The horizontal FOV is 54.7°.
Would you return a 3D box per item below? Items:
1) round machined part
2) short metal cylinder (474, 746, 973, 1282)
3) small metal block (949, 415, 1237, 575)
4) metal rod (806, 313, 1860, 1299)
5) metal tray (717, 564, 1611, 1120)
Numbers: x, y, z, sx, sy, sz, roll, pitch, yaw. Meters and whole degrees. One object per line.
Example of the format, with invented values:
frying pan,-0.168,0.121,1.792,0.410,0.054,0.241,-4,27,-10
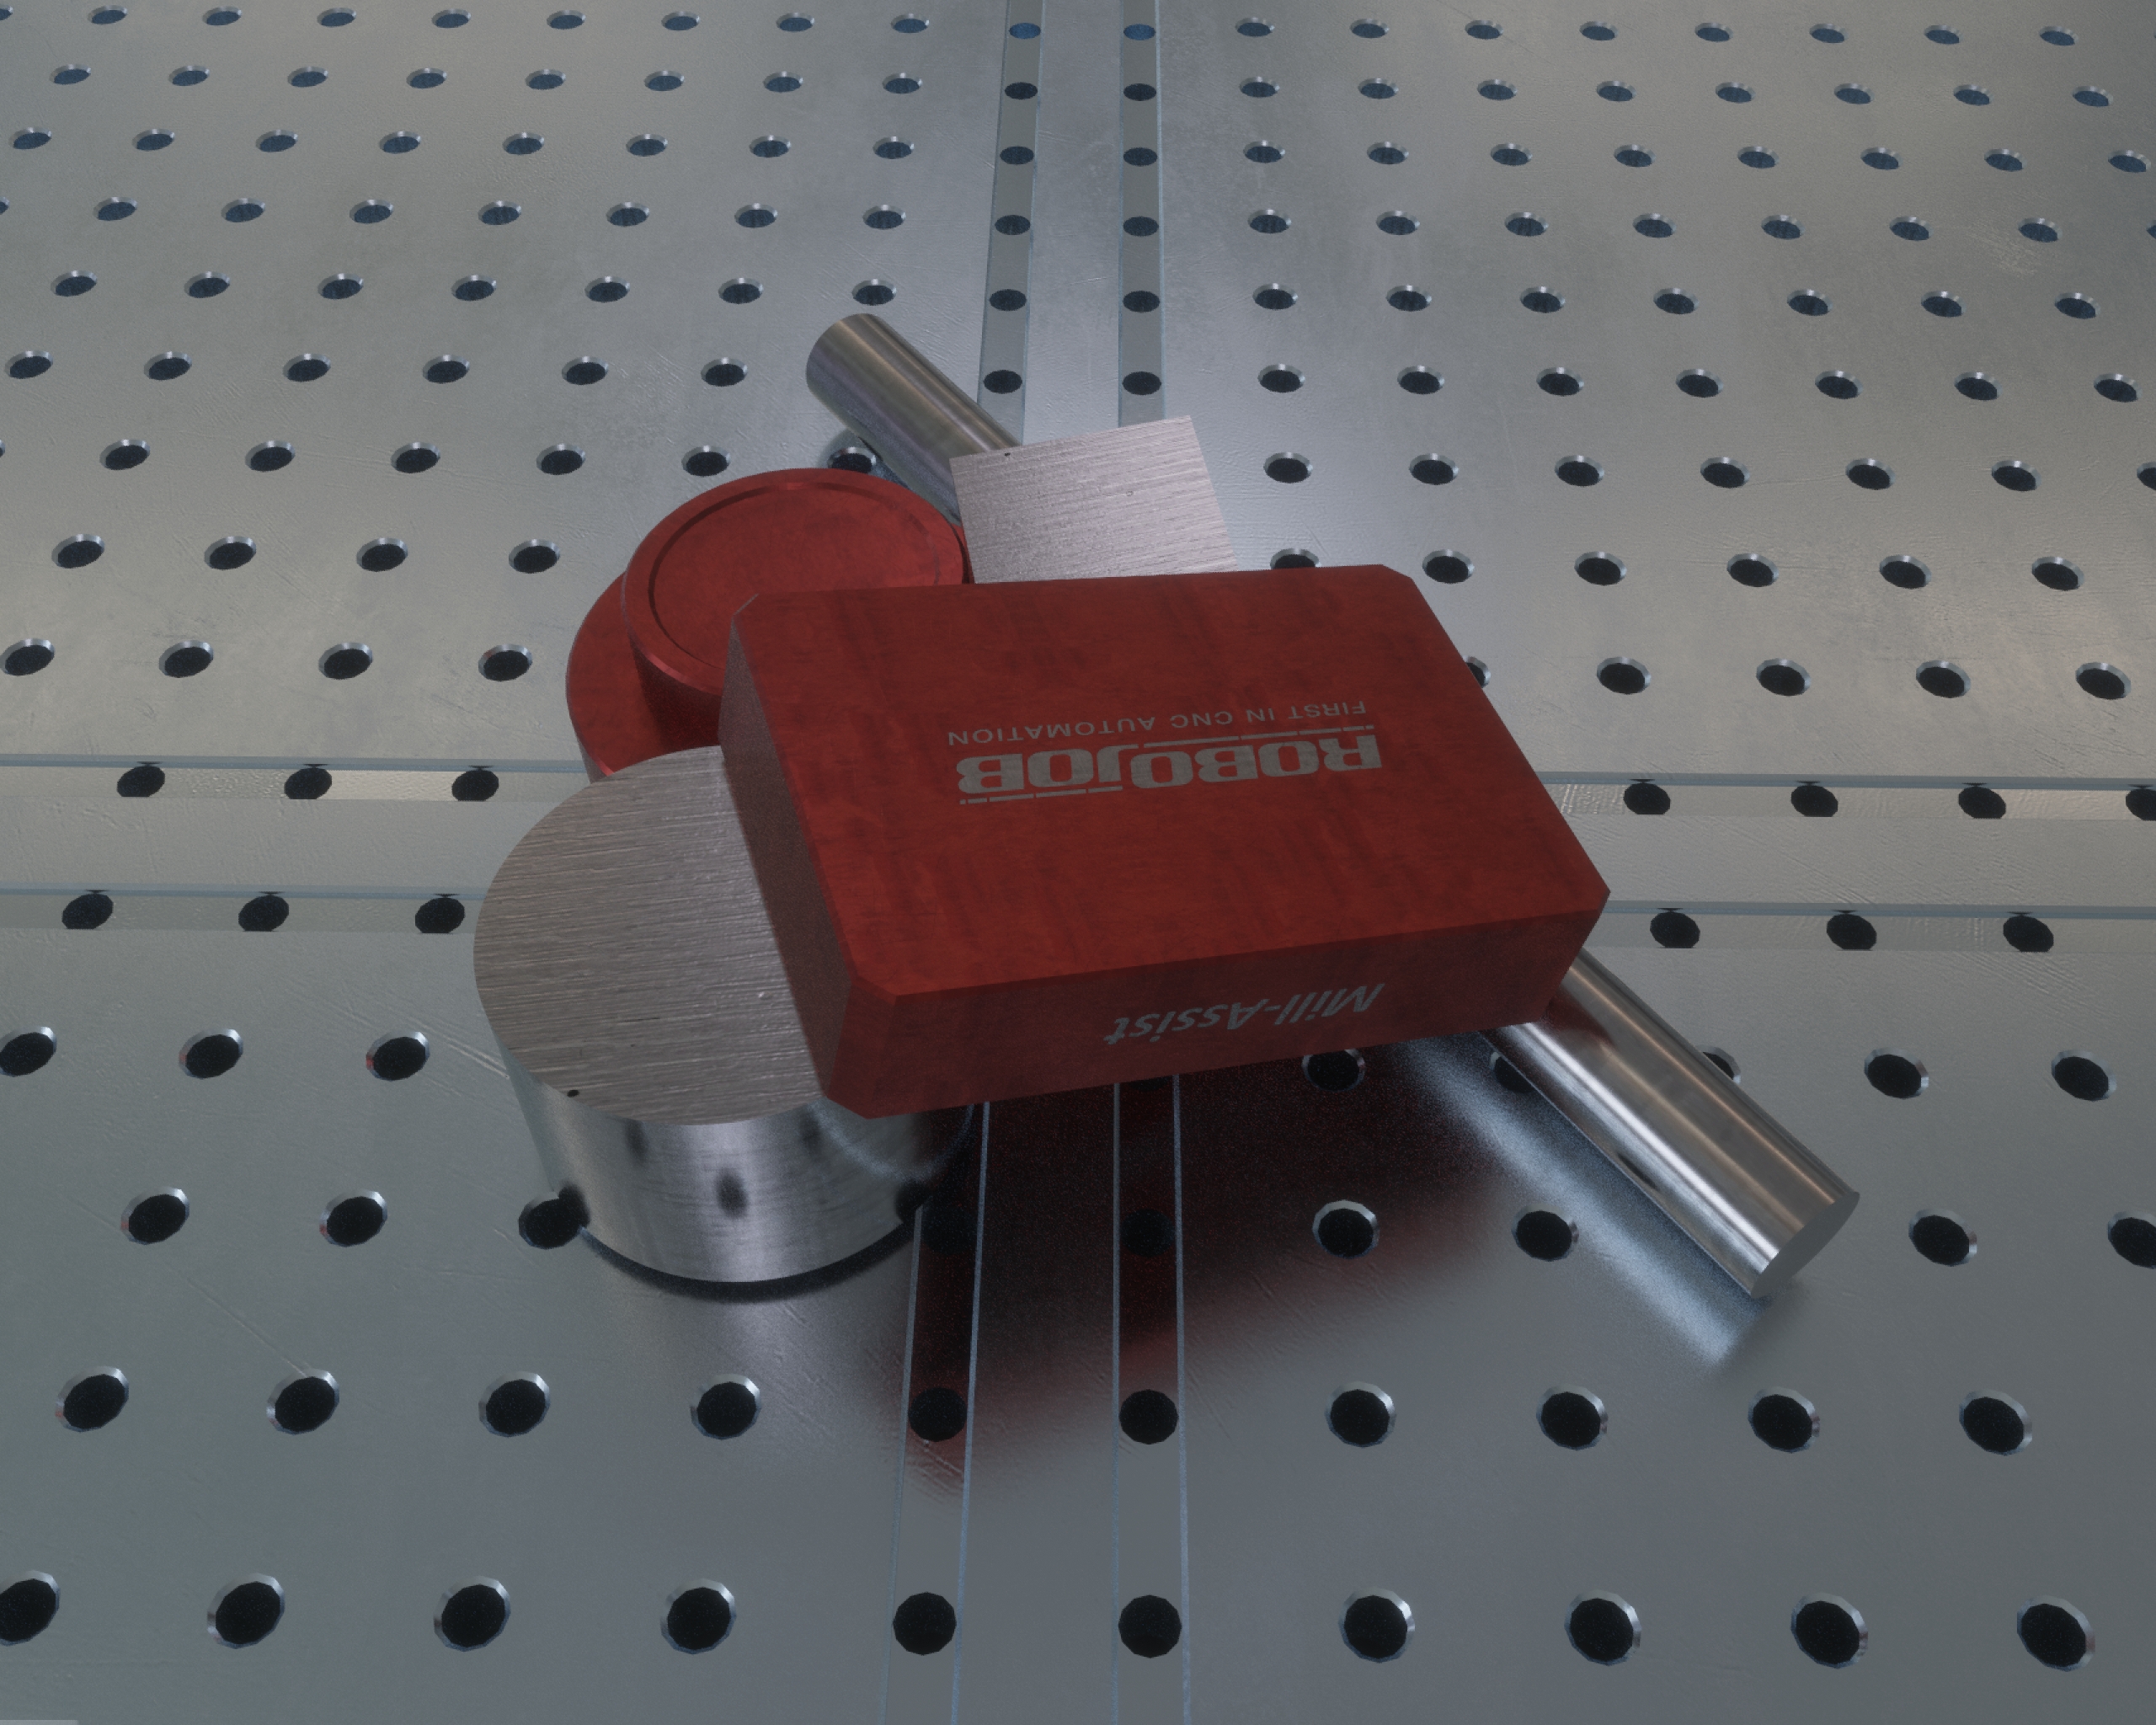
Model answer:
round machined part,-0.055,-0.044,0.426,0.099,0.042,0.098,-1,50,1
short metal cylinder,-0.059,0.025,0.364,0.081,0.050,0.080,0,50,0
small metal block,0.004,-0.061,0.423,0.050,0.025,0.050,-11,53,-3
metal rod,0.034,-0.029,0.427,0.025,0.025,0.300,-29,56,-22
metal tray,0.013,-0.009,0.357,0.131,0.030,0.090,-6,49,-22
